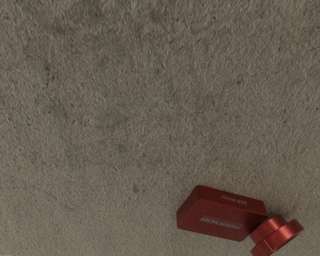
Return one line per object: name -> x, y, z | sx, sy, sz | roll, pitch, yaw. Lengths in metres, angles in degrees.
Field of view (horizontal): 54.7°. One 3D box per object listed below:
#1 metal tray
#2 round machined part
metal tray -> 0.105, 0.150, 0.533 | 0.131, 0.030, 0.089 | 17, 128, -15
round machined part -> 0.197, 0.187, 0.540 | 0.099, 0.042, 0.097 | -25, 147, -17
